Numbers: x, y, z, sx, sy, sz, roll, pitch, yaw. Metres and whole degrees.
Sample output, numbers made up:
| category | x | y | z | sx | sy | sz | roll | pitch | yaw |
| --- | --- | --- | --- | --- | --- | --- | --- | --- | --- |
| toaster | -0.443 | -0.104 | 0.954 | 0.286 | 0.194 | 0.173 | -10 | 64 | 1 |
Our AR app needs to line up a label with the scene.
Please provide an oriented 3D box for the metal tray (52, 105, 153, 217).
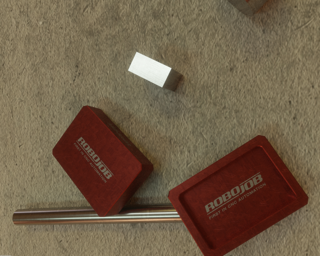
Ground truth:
| category | x | y | z | sx | sy | sz | roll | pitch | yaw |
| --- | --- | --- | --- | --- | --- | --- | --- | --- | --- |
| metal tray | -0.081 | 0.042 | 0.420 | 0.130 | 0.030 | 0.090 | 44 | 103 | 26 |

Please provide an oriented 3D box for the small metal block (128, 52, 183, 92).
| category | x | y | z | sx | sy | sz | roll | pitch | yaw |
| --- | --- | --- | --- | --- | --- | --- | --- | --- | --- |
| small metal block | -0.004 | -0.071 | 0.396 | 0.050 | 0.050 | 0.025 | 29 | 100 | 17 |

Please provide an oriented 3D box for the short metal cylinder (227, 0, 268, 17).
| category | x | y | z | sx | sy | sz | roll | pitch | yaw |
| --- | --- | --- | --- | --- | --- | --- | --- | --- | --- |
| short metal cylinder | 0.094 | -0.173 | 0.346 | 0.050 | 0.080 | 0.080 | -45 | 76 | 14 |

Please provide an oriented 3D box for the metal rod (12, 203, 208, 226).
| category | x | y | z | sx | sy | sz | roll | pitch | yaw |
| --- | --- | --- | --- | --- | --- | --- | --- | --- | --- |
| metal rod | -0.080 | 0.122 | 0.435 | 0.301 | 0.025 | 0.025 | -7 | 88 | 19 |

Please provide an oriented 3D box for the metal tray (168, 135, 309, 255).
| category | x | y | z | sx | sy | sz | roll | pitch | yaw |
| --- | --- | --- | --- | --- | --- | --- | --- | --- | --- |
| metal tray | 0.087 | 0.079 | 0.359 | 0.130 | 0.030 | 0.090 | -33 | 79 | 2 |
